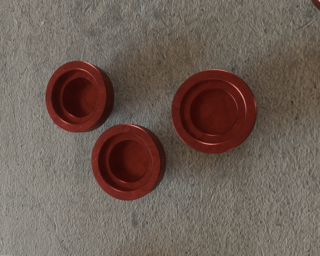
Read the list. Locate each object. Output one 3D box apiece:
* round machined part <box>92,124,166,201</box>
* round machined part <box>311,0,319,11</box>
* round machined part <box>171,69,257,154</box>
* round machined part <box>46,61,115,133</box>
[{"bbox_3d":[-0.038,0.044,0.413,0.098,0.042,0.097,0,90,20],"label":"round machined part"},{"bbox_3d":[0.208,-0.161,0.326,0.098,0.042,0.097,0,90,20],"label":"round machined part"},{"bbox_3d":[0.067,-0.019,0.376,0.098,0.042,0.097,0,90,20],"label":"round machined part"},{"bbox_3d":[-0.108,-0.043,0.438,0.098,0.042,0.097,0,90,20],"label":"round machined part"}]
